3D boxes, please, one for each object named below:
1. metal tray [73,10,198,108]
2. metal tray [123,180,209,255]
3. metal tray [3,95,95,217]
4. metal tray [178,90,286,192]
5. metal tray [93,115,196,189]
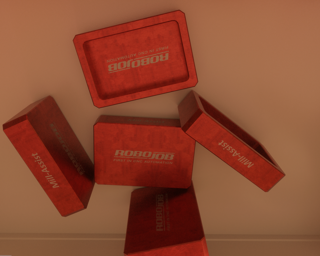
[{"bbox_3d":[-0.027,-0.083,0.376,0.131,0.030,0.089,-13,110,4],"label":"metal tray"},{"bbox_3d":[0.006,0.118,0.396,0.090,0.130,0.030,-12,110,3],"label":"metal tray"},{"bbox_3d":[-0.128,0.032,0.384,0.030,0.090,0.129,-24,109,7],"label":"metal tray"},{"bbox_3d":[0.083,0.013,0.380,0.130,0.090,0.030,36,107,-13],"label":"metal tray"},{"bbox_3d":[-0.021,0.033,0.417,0.131,0.030,0.089,3,110,-2],"label":"metal tray"}]
